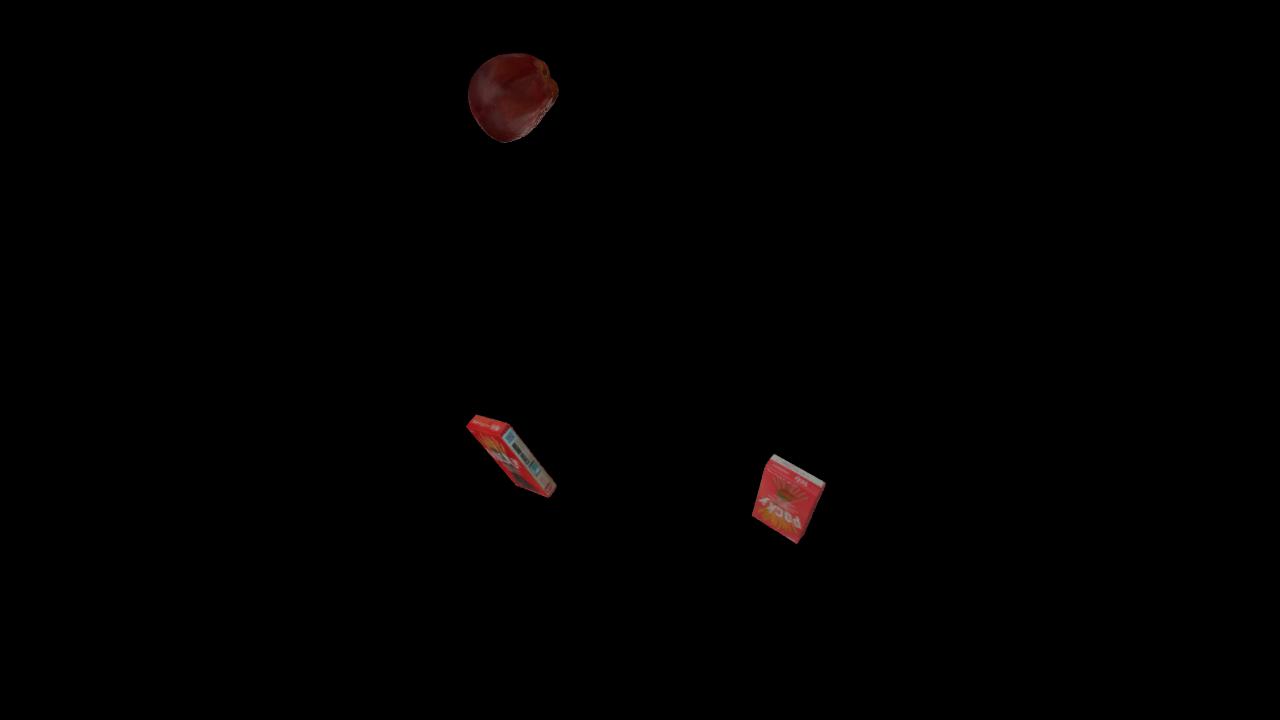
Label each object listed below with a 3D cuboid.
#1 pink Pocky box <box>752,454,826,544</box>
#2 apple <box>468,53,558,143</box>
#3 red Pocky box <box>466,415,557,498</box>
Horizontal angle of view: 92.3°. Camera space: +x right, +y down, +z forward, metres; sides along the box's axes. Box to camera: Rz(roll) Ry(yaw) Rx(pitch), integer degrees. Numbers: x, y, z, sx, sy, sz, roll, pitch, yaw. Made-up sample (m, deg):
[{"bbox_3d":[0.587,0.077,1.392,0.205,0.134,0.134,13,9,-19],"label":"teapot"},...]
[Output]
[{"bbox_3d":[0.219,0.211,0.923,0.084,0.155,0.029,30,55,24],"label":"pink Pocky box"},{"bbox_3d":[-0.134,-0.274,0.639,0.093,0.079,0.079,-23,-11,26],"label":"apple"},{"bbox_3d":[-0.196,0.149,0.944,0.083,0.155,0.028,9,50,40],"label":"red Pocky box"}]
